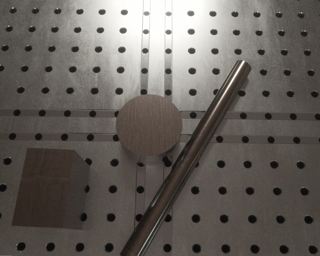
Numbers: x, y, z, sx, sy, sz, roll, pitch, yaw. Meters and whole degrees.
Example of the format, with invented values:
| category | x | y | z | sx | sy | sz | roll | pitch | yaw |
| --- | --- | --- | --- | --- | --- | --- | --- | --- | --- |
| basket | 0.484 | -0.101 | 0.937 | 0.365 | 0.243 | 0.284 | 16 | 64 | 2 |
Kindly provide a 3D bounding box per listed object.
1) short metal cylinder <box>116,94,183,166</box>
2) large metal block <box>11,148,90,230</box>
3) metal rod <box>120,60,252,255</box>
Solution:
| category | x | y | z | sx | sy | sz | roll | pitch | yaw |
| --- | --- | --- | --- | --- | --- | --- | --- | --- | --- |
| short metal cylinder | -0.013 | 0.004 | 0.397 | 0.081 | 0.050 | 0.080 | 0 | 70 | 0 |
| large metal block | -0.119 | 0.073 | 0.354 | 0.050 | 0.080 | 0.080 | 3 | 70 | 1 |
| metal rod | 0.042 | 0.031 | 0.400 | 0.025 | 0.025 | 0.300 | 30 | 72 | 10 |
